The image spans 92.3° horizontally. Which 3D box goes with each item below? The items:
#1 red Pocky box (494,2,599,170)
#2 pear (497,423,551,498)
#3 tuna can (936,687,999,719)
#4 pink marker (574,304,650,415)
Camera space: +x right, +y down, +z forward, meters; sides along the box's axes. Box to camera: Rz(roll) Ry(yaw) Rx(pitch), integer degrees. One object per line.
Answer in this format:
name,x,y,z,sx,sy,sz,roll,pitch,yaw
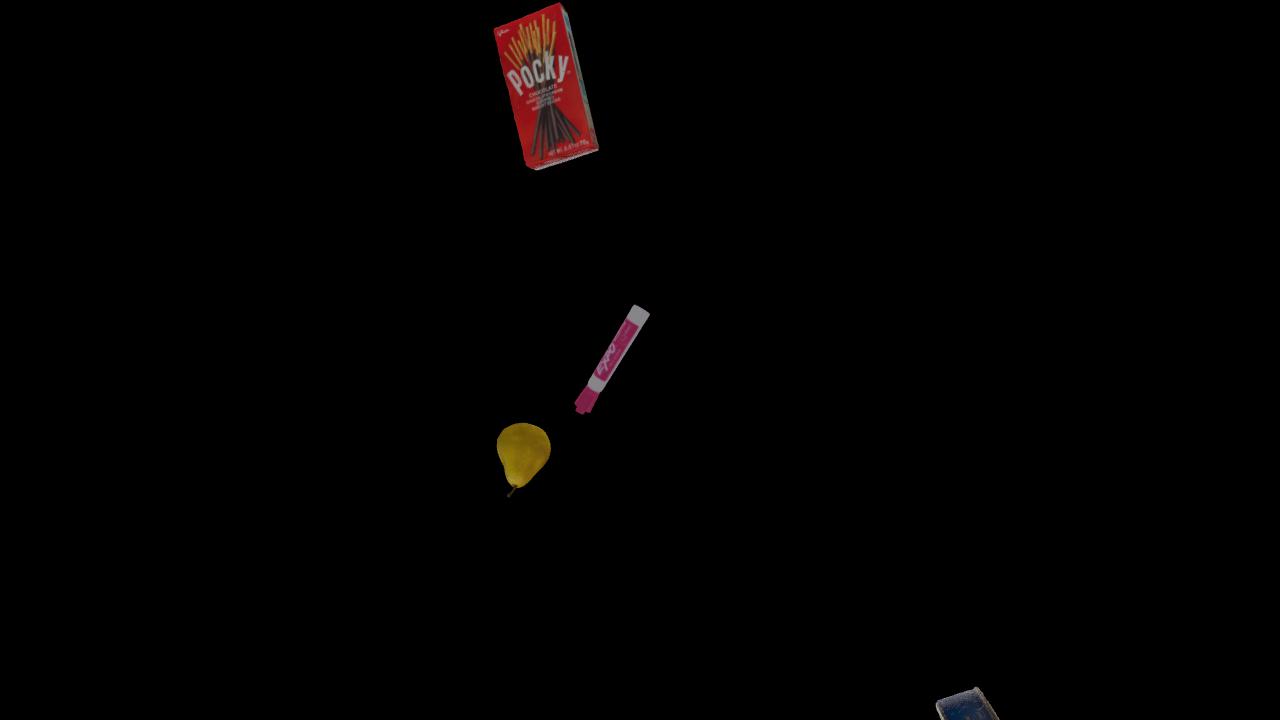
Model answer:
red Pocky box,-0.102,-0.294,0.668,0.083,0.155,0.028,-13,3,18
pear,-0.169,0.148,0.893,0.080,0.111,0.080,-4,-33,-2
tuna can,0.241,0.277,0.427,0.034,0.084,0.084,-25,-4,9
pink marker,-0.029,0.002,0.604,0.020,0.121,0.020,31,9,-5
